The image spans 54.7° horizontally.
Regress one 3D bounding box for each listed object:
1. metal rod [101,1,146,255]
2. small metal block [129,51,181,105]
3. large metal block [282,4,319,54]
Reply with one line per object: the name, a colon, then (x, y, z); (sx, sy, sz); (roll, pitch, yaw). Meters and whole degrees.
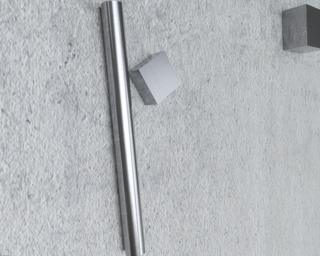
metal rod: (-0.043, 0.005, 0.370); (0.025, 0.025, 0.298); (-9, 96, -40)
small metal block: (-0.007, -0.064, 0.401); (0.050, 0.025, 0.050); (-44, 117, -31)
large metal block: (0.298, -0.202, 0.642); (0.081, 0.050, 0.079); (-5, 94, -40)
